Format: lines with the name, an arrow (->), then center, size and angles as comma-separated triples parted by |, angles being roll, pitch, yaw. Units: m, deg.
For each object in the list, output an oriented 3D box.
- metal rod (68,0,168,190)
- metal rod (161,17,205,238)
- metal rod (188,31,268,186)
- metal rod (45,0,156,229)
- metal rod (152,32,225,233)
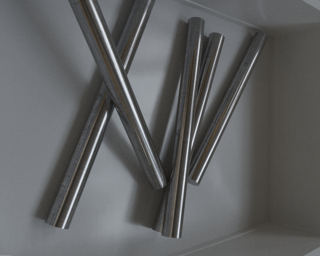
metal rod -> -0.047, -0.052, 0.328 | 0.025, 0.025, 0.299 | -40, 124, -32
metal rod -> 0.034, -0.010, 0.417 | 0.025, 0.025, 0.299 | 18, 73, -39
metal rod -> 0.113, -0.044, 0.500 | 0.025, 0.025, 0.300 | 44, 63, -31
metal rod -> -0.060, -0.037, 0.355 | 0.025, 0.025, 0.299 | 30, 72, -36
metal rod -> 0.045, -0.002, 0.443 | 0.025, 0.025, 0.299 | 28, 73, -37
